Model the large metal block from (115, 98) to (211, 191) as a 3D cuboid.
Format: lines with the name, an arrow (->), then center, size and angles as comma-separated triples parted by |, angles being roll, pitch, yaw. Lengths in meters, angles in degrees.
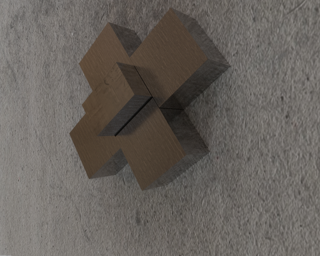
large metal block -> 0.001, 0.020, 0.386 | 0.080, 0.050, 0.080 | -44, 64, 31

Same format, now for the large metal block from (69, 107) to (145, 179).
large metal block -> -0.077, 0.017, 0.451 | 0.080, 0.050, 0.080 | -44, 64, 31

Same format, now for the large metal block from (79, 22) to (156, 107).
large metal block -> -0.059, -0.085, 0.435 | 0.080, 0.050, 0.080 | -44, 64, 31

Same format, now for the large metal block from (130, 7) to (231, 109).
large metal block -> 0.022, -0.079, 0.370 | 0.080, 0.050, 0.080 | -44, 64, 31

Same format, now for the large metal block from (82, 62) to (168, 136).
large metal block -> -0.039, -0.033, 0.400 | 0.080, 0.081, 0.050 | -44, 64, 31
